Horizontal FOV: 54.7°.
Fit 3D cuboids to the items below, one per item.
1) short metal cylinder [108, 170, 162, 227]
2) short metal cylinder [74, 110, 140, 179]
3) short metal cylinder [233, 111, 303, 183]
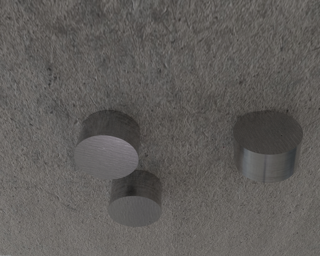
[{"bbox_3d":[-0.038,0.111,0.485,0.081,0.050,0.079,0,130,0],"label":"short metal cylinder"},{"bbox_3d":[-0.067,0.023,0.409,0.081,0.050,0.079,0,130,0],"label":"short metal cylinder"},{"bbox_3d":[0.134,0.022,0.391,0.080,0.080,0.050,-7,130,6],"label":"short metal cylinder"}]
